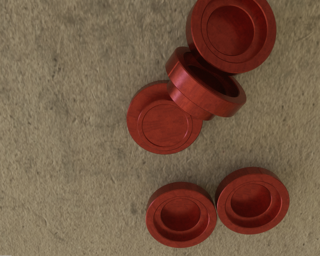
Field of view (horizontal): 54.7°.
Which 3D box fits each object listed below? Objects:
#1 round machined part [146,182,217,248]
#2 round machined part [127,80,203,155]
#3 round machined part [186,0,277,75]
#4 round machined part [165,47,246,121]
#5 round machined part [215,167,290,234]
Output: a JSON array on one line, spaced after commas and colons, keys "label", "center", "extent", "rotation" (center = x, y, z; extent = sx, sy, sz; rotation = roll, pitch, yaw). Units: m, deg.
[{"label": "round machined part", "center": [0.029, 0.119, 0.445], "extent": [0.099, 0.042, 0.097], "rotation": [0, 110, -1]}, {"label": "round machined part", "center": [0.006, -0.009, 0.397], "extent": [0.099, 0.042, 0.097], "rotation": [0, 110, -1]}, {"label": "round machined part", "center": [0.076, -0.108, 0.351], "extent": [0.099, 0.042, 0.097], "rotation": [0, 91, -12]}, {"label": "round machined part", "center": [0.047, -0.046, 0.356], "extent": [0.098, 0.098, 0.042], "rotation": [31, 122, -11]}, {"label": "round machined part", "center": [0.126, 0.098, 0.439], "extent": [0.099, 0.042, 0.097], "rotation": [0, 110, -1]}]
